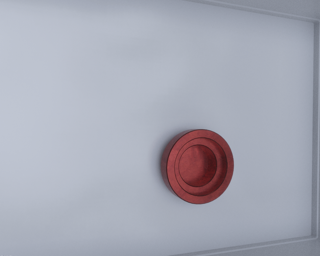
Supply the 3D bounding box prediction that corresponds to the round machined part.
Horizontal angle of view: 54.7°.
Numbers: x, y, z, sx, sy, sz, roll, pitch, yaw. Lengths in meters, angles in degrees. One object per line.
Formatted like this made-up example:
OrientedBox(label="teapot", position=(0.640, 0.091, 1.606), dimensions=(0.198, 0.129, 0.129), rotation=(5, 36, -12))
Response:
OrientedBox(label="round machined part", position=(0.047, 0.050, 0.420), dimensions=(0.099, 0.042, 0.097), rotation=(0, 90, -21))
